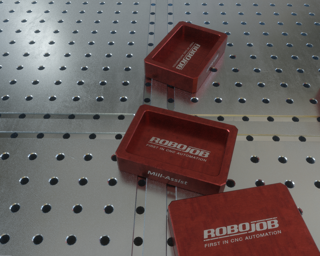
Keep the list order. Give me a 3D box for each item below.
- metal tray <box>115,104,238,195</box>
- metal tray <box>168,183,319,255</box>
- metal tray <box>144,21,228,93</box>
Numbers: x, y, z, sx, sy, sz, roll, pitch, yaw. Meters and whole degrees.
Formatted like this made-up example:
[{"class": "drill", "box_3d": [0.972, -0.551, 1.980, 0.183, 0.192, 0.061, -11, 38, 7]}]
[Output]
[{"class": "metal tray", "box_3d": [0.023, 0.024, 0.384, 0.130, 0.030, 0.090, 14, 51, 11]}, {"class": "metal tray", "box_3d": [0.080, 0.110, 0.312, 0.131, 0.030, 0.090, -8, 50, -7]}, {"class": "metal tray", "box_3d": [0.044, -0.120, 0.505, 0.090, 0.030, 0.130, 23, 54, 18]}]
